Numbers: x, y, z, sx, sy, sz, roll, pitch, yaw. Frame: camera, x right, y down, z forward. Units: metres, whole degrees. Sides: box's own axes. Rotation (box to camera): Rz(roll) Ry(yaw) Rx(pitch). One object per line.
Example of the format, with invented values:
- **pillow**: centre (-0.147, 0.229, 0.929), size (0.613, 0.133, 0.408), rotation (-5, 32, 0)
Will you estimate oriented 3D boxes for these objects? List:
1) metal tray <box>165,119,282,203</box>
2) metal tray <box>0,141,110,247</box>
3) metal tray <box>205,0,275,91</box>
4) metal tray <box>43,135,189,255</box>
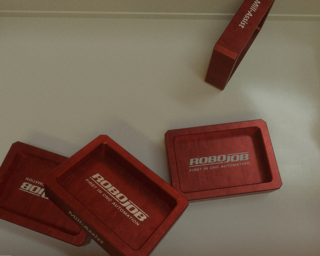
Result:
- **metal tray**: centre (0.076, 0.042, 0.391), size (0.131, 0.030, 0.090), rotation (-7, 70, -3)
- **metal tray**: centre (-0.133, 0.079, 0.377), size (0.131, 0.030, 0.090), rotation (17, 71, 6)
- **metal tray**: centre (0.110, -0.125, 0.421), size (0.030, 0.090, 0.130), rotation (30, 73, 10)
- **metal tray**: centre (-0.047, 0.075, 0.334), size (0.130, 0.030, 0.091), rotation (37, 50, 15)
